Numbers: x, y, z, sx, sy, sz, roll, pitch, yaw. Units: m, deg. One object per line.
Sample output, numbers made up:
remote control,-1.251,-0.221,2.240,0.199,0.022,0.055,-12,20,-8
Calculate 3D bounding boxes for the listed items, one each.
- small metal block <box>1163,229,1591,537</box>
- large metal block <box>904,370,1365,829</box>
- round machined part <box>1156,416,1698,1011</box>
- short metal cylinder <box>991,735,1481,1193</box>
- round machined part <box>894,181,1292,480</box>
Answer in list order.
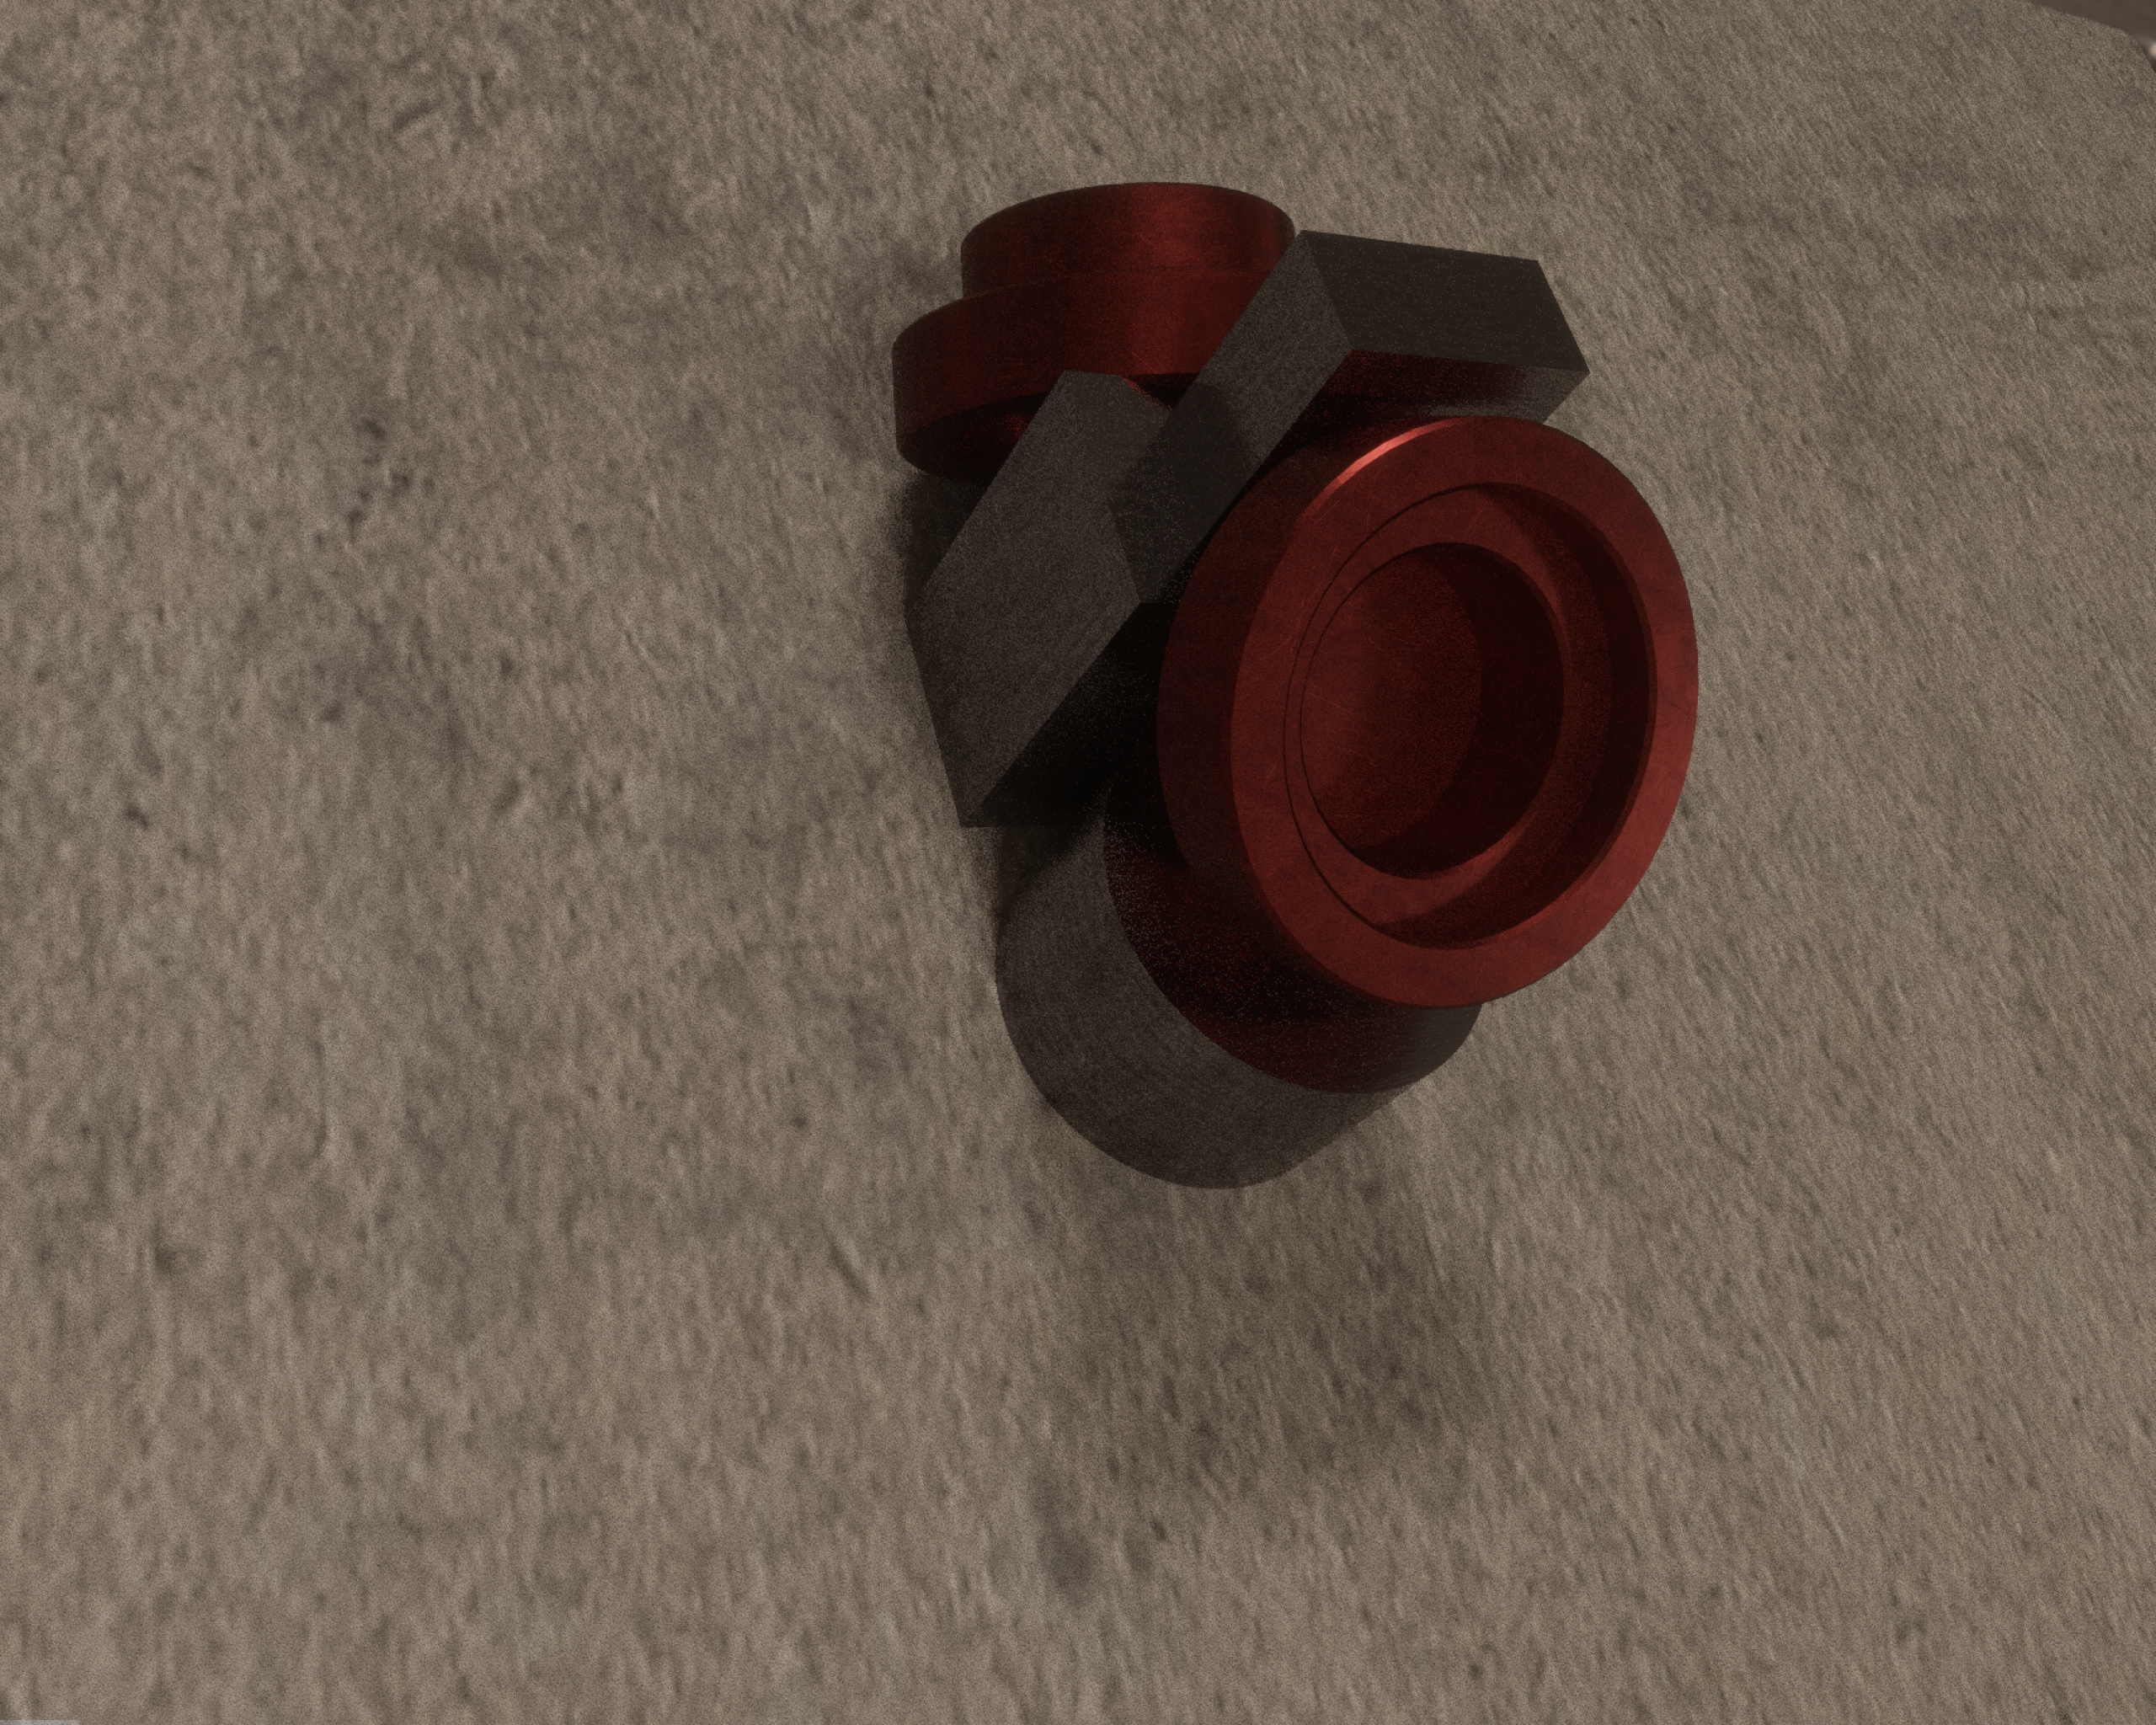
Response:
small metal block,0.051,-0.081,0.364,0.050,0.050,0.025,-3,63,-30
large metal block,0.022,-0.049,0.412,0.081,0.080,0.050,-2,63,-30
round machined part,0.055,-0.027,0.357,0.099,0.042,0.097,-7,103,-28
short metal cylinder,0.030,0.017,0.398,0.081,0.050,0.080,14,56,-21
round machined part,0.011,-0.107,0.426,0.099,0.098,0.042,-2,88,-30
